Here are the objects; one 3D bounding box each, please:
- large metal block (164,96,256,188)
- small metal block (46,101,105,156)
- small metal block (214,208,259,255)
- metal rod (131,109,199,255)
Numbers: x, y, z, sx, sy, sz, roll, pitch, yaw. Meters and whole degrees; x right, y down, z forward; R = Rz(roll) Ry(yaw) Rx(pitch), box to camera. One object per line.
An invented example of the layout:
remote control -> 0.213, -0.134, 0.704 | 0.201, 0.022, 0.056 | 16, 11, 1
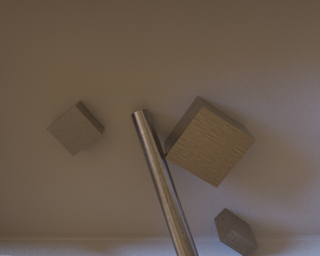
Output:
large metal block -> 0.062, 0.018, 0.405 | 0.080, 0.050, 0.080 | 31, 107, -11
small metal block -> -0.110, 0.001, 0.410 | 0.050, 0.025, 0.050 | -36, 107, 12
small metal block -> 0.111, 0.154, 0.456 | 0.050, 0.050, 0.025 | 36, 106, -13
metal rod -> 0.022, 0.119, 0.380 | 0.025, 0.025, 0.299 | -20, 80, 7
